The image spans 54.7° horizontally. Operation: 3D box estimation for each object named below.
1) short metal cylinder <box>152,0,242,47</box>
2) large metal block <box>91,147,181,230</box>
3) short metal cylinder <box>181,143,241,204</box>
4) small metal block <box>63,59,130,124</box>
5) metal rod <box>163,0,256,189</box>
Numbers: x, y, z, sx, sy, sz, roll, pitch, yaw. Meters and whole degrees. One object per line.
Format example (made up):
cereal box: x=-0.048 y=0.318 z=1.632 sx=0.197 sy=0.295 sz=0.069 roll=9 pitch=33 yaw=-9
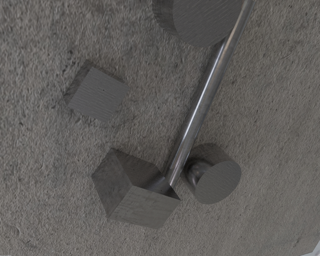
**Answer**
short metal cylinder: x=0.038 y=-0.132 z=0.330 sx=0.081 sy=0.050 sz=0.079 roll=-14 pitch=124 yaw=-21
large metal block: x=-0.032 y=0.078 z=0.402 sx=0.080 sy=0.080 sz=0.050 roll=27 pitch=104 yaw=-37
short metal cylinder: x=0.076 y=0.070 z=0.476 sx=0.081 sy=0.050 sz=0.079 roll=-14 pitch=124 yaw=-21
small metal block: x=-0.070 y=-0.040 z=0.344 sx=0.050 sy=0.025 sz=0.050 roll=26 pitch=104 yaw=-37
metal rod: x=0.053 y=-0.023 z=0.420 sx=0.025 sy=0.025 sz=0.298 roll=7 pitch=115 yaw=-32
